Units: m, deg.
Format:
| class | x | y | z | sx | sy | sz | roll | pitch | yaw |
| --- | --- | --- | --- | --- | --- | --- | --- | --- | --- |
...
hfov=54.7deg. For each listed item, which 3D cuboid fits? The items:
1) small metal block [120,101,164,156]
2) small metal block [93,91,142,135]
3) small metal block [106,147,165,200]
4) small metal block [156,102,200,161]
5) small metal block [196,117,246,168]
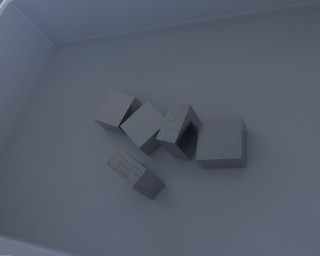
| class | x | y | z | sx | sy | sz | roll | pitch | yaw |
| --- | --- | --- | --- | --- | --- | --- | --- | --- | --- |
| small metal block | -0.017 | 0.000 | 0.410 | 0.050 | 0.025 | 0.050 | -43 | 51 | -2 |
| small metal block | -0.060 | -0.022 | 0.446 | 0.050 | 0.025 | 0.050 | 16 | 70 | 34 |
| small metal block | -0.028 | 0.054 | 0.367 | 0.050 | 0.050 | 0.025 | 35 | 82 | 37 |
| small metal block | 0.025 | 0.005 | 0.370 | 0.025 | 0.050 | 0.050 | 10 | 67 | 31 |
| small metal block | 0.071 | 0.018 | 0.354 | 0.050 | 0.025 | 0.050 | -5 | 59 | 25 |
